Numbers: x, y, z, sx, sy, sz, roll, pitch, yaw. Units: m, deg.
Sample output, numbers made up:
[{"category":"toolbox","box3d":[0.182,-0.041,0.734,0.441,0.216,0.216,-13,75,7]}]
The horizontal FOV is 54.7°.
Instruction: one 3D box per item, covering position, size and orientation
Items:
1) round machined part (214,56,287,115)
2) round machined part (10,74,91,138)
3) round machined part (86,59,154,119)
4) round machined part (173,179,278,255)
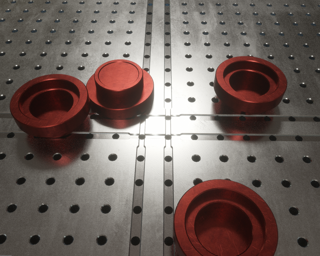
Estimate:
[{"category":"round machined part","box3d":[0.126,-0.057,0.446,0.099,0.042,0.098,0,50,0]},{"category":"round machined part","box3d":[-0.143,-0.025,0.416,0.099,0.042,0.098,0,50,0]},{"category":"round machined part","box3d":[-0.058,-0.062,0.448,0.099,0.042,0.098,0,50,0]},{"category":"round machined part","box3d":[0.062,0.104,0.310,0.099,0.042,0.098,0,50,0]}]
